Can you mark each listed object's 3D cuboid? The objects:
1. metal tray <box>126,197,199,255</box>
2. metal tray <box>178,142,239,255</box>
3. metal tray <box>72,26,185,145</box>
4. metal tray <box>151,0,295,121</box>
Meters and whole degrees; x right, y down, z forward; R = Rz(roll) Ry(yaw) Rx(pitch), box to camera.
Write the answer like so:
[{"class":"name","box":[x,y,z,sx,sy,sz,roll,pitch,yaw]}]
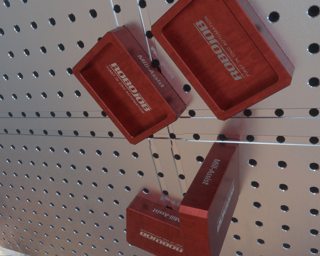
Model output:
[{"class":"metal tray","box":[0.008,0.175,0.512,0.130,0.030,0.089,16,125,19]},{"class":"metal tray","box":[0.063,0.087,0.364,0.030,0.131,0.089,6,121,25]},{"class":"metal tray","box":[-0.041,-0.050,0.399,0.090,0.030,0.130,-31,101,38]},{"class":"metal tray","box":[0.064,-0.081,0.324,0.090,0.030,0.130,-32,101,38]}]
